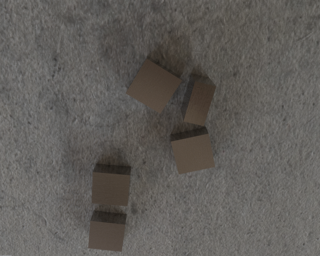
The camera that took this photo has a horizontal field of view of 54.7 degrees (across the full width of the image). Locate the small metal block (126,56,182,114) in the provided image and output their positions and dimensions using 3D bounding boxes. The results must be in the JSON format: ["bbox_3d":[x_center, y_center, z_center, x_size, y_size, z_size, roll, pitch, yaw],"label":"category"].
[{"bbox_3d":[-0.008,-0.054,0.390,0.050,0.025,0.050,30,107,-11],"label":"small metal block"}]

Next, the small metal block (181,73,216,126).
[{"bbox_3d":[0.046,-0.036,0.384,0.025,0.050,0.050,13,110,-5],"label":"small metal block"}]

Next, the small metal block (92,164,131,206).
[{"bbox_3d":[-0.068,0.081,0.439,0.050,0.025,0.050,5,110,-3],"label":"small metal block"}]

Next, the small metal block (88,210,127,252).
[{"bbox_3d":[-0.079,0.155,0.466,0.050,0.025,0.050,7,110,-3],"label":"small metal block"}]

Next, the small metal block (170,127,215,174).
[{"bbox_3d":[0.044,0.031,0.422,0.050,0.025,0.050,-12,110,4],"label":"small metal block"}]
